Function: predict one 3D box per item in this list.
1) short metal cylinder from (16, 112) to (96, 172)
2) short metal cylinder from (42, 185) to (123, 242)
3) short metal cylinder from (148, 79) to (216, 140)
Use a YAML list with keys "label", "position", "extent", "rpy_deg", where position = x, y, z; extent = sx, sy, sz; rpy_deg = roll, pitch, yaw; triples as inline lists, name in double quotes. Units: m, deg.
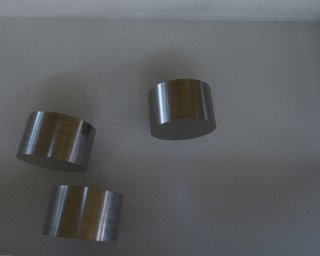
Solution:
- label: "short metal cylinder"
  position: [-0.123, 0.019, 0.372]
  extent: [0.080, 0.080, 0.050]
  rpy_deg: [8, 70, 2]
- label: "short metal cylinder"
  position: [-0.084, 0.096, 0.344]
  extent: [0.080, 0.080, 0.050]
  rpy_deg: [6, 70, 2]
- label: "short metal cylinder"
  position: [0.027, -0.020, 0.388]
  extent: [0.081, 0.080, 0.050]
  rpy_deg: [-4, 70, -2]
